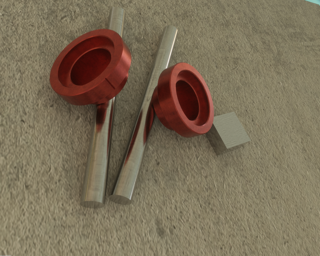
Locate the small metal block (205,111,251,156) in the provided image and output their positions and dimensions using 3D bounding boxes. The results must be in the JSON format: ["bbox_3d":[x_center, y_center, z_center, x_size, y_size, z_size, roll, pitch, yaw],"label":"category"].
[{"bbox_3d":[0.096,0.008,0.450,0.050,0.025,0.050,-14,69,-34],"label":"small metal block"}]

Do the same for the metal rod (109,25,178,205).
[{"bbox_3d":[-0.013,-0.040,0.421,0.025,0.025,0.300,24,53,-14],"label":"metal rod"}]

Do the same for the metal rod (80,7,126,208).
[{"bbox_3d":[-0.067,-0.049,0.396,0.025,0.025,0.299,14,56,-20],"label":"metal rod"}]

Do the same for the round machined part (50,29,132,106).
[{"bbox_3d":[-0.077,-0.067,0.370,0.042,0.098,0.098,52,33,-51],"label":"round machined part"}]

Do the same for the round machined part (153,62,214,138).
[{"bbox_3d":[0.028,-0.034,0.413,0.098,0.042,0.098,24,57,-44],"label":"round machined part"}]
